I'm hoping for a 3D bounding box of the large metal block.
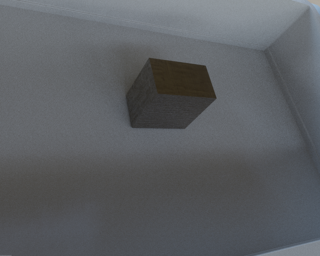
[{"bbox_3d":[0.011,-0.040,0.397,0.081,0.080,0.050,1,61,-28],"label":"large metal block"}]
